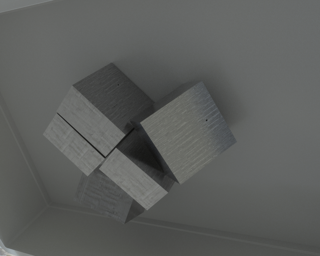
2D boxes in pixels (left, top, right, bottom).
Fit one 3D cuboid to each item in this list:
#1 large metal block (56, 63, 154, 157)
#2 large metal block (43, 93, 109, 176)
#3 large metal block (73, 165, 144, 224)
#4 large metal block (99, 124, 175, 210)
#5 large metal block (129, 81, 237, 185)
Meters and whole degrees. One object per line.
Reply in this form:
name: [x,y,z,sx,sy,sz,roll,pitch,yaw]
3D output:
large metal block: [-0.065,-0.025,0.388,0.080,0.080,0.050,43,129,-2]
large metal block: [-0.093,0.004,0.422,0.080,0.080,0.050,44,129,-3]
large metal block: [-0.064,0.091,0.451,0.080,0.080,0.050,20,92,16]
large metal block: [-0.017,0.044,0.405,0.080,0.080,0.050,41,129,0]
large metal block: [0.025,0.003,0.351,0.080,0.080,0.050,58,167,-13]
